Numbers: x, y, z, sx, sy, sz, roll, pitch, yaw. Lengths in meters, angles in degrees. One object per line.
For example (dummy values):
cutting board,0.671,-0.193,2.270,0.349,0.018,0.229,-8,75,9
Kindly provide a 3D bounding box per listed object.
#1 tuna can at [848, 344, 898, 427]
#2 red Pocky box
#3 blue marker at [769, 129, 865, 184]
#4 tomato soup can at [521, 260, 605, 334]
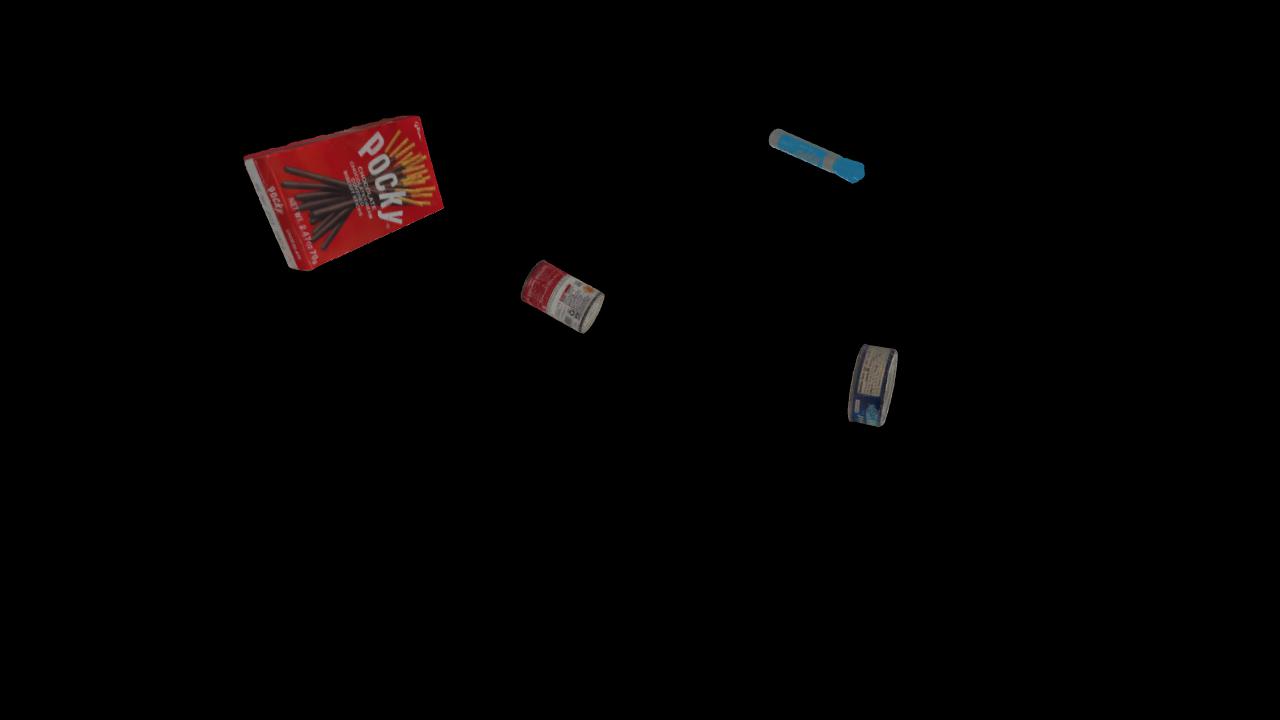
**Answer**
tuna can,0.243,0.027,0.641,0.034,0.084,0.084,11,5,27
red Pocky box,-0.221,-0.137,0.485,0.028,0.083,0.155,4,31,24
blue marker,0.168,-0.196,0.588,0.020,0.020,0.121,0,32,-34
tomato soup can,-0.109,-0.090,0.876,0.101,0.068,0.068,29,4,7
